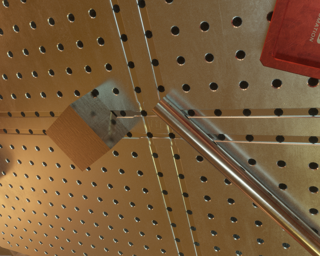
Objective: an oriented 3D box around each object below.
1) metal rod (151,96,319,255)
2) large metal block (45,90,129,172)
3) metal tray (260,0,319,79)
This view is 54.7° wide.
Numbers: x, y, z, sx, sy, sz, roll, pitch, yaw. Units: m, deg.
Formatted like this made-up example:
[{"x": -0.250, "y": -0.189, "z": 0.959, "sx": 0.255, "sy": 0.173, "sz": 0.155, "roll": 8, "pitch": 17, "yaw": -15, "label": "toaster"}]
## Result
[{"x": 0.109, "y": 0.069, "z": 0.396, "sx": 0.300, "sy": 0.025, "sz": 0.025, "roll": 42, "pitch": 129, "yaw": -1, "label": "metal rod"}, {"x": -0.107, "y": 0.006, "z": 0.455, "sx": 0.080, "sy": 0.050, "sz": 0.080, "roll": 48, "pitch": 129, "yaw": -6, "label": "large metal block"}, {"x": 0.148, "y": -0.108, "z": 0.262, "sx": 0.090, "sy": 0.030, "sz": 0.129, "roll": 18, "pitch": 126, "yaw": 17, "label": "metal tray"}]
